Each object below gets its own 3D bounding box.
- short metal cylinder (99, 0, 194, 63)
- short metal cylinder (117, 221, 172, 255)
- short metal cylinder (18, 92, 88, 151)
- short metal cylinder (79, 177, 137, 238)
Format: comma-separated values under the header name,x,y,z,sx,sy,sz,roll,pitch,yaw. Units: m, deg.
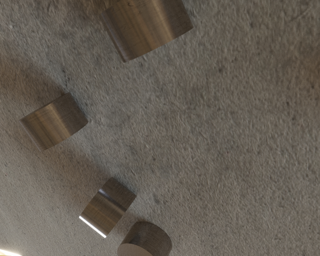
name,x,y,z,sx,sy,sz,roll,pitch,yaw
short metal cylinder,-0.013,-0.107,0.311,0.080,0.080,0.050,-16,110,34
short metal cylinder,-0.026,0.208,0.531,0.080,0.050,0.079,13,124,20
short metal cylinder,-0.151,-0.010,0.442,0.080,0.080,0.050,-18,109,35
short metal cylinder,-0.081,0.124,0.489,0.050,0.080,0.080,37,129,3
